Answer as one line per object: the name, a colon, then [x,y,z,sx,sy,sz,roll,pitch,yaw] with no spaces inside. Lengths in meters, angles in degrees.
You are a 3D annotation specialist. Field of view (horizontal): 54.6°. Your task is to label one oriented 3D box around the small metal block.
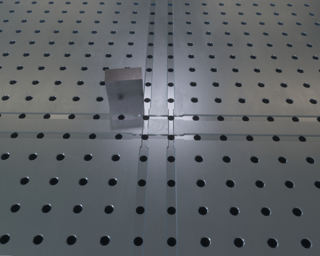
small metal block: [-0.049,-0.057,0.440,0.050,0.050,0.025,-4,50,-4]
